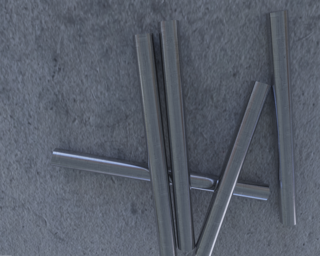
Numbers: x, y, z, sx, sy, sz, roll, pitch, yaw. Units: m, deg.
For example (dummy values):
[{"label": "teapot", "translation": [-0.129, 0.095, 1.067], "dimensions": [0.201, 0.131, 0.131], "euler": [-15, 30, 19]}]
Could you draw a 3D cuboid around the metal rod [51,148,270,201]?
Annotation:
[{"label": "metal rod", "translation": [0.004, 0.066, 0.434], "dimensions": [0.302, 0.025, 0.025], "euler": [10, 110, -5]}]

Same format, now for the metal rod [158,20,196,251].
[{"label": "metal rod", "translation": [0.023, 0.019, 0.397], "dimensions": [0.025, 0.025, 0.298], "euler": [-5, 103, 1]}]

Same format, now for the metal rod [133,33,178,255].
[{"label": "metal rod", "translation": [-0.004, 0.034, 0.400], "dimensions": [0.025, 0.025, 0.298], "euler": [-6, 102, 2]}]

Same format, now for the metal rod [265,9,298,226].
[{"label": "metal rod", "translation": [0.164, 0.001, 0.412], "dimensions": [0.025, 0.025, 0.298], "euler": [-10, 110, 3]}]

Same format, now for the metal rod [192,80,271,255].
[{"label": "metal rod", "translation": [0.086, 0.084, 0.415], "dimensions": [0.025, 0.025, 0.298], "euler": [16, 99, -6]}]
